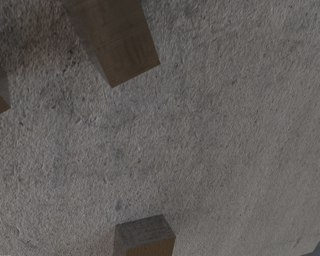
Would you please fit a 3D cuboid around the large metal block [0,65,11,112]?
[{"bbox_3d":[-0.169,-0.051,0.247,0.050,0.080,0.080,-31,129,-8],"label":"large metal block"}]

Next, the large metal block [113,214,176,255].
[{"bbox_3d":[-0.027,0.193,0.495,0.081,0.050,0.079,-6,121,-26],"label":"large metal block"}]

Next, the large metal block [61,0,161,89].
[{"bbox_3d":[-0.049,-0.095,0.285,0.050,0.080,0.080,-29,128,-10],"label":"large metal block"}]
